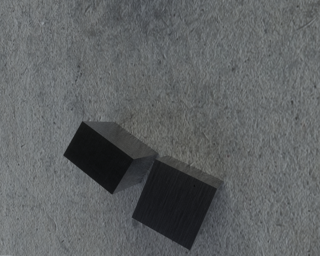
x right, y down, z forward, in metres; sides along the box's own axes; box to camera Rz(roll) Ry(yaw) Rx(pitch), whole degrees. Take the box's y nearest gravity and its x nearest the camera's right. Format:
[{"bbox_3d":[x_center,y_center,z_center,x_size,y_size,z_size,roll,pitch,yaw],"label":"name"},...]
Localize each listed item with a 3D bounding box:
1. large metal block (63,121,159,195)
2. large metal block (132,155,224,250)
[{"bbox_3d":[-0.060,0.034,0.401,0.080,0.080,0.050,35,101,16],"label":"large metal block"},{"bbox_3d":[0.023,0.089,0.387,0.080,0.050,0.080,24,98,18],"label":"large metal block"}]
